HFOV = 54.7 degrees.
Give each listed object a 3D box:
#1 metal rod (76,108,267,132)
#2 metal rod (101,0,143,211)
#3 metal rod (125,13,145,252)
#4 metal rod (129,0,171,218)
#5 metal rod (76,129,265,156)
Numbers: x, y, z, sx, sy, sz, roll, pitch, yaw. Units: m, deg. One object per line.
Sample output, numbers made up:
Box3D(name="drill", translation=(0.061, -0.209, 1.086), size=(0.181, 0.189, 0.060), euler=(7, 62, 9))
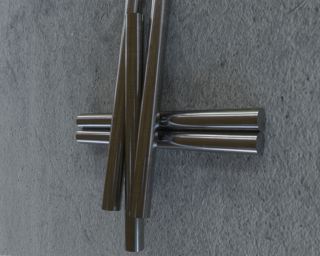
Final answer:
Box3D(name="metal rod", translation=(-0.011, -0.010, 0.414), size=(0.300, 0.025, 0.025), euler=(1, 91, 39))
Box3D(name="metal rod", translation=(-0.049, -0.042, 0.417), size=(0.025, 0.025, 0.298), euler=(0, 82, 39))
Box3D(name="metal rod", translation=(-0.032, 0.005, 0.398), size=(0.025, 0.025, 0.298), euler=(0, 90, 39))
Box3D(name="metal rod", translation=(-0.010, -0.042, 0.385), size=(0.025, 0.025, 0.298), euler=(0, 82, 39))
Box3D(name="metal rod", translation=(-0.012, 0.015, 0.415), size=(0.300, 0.025, 0.025), euler=(1, 91, 39))
